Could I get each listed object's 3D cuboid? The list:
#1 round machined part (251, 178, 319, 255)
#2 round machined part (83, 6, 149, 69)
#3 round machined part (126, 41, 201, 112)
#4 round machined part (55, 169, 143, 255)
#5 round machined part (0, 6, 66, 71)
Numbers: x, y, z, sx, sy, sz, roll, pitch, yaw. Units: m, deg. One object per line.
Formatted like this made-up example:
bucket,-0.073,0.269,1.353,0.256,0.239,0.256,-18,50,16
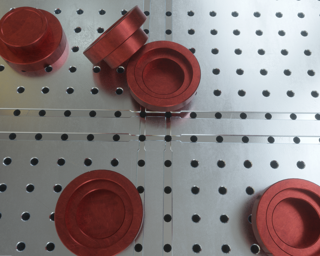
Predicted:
round machined part,0.156,0.111,0.364,0.099,0.042,0.098,0,70,-1
round machined part,-0.055,-0.119,0.426,0.098,0.098,0.042,-48,112,-15
round machined part,0.004,-0.067,0.426,0.099,0.042,0.098,1,72,-2
round machined part,-0.068,0.101,0.365,0.099,0.042,0.098,0,70,-1
round machined part,-0.192,-0.135,0.450,0.099,0.042,0.098,0,70,-1
